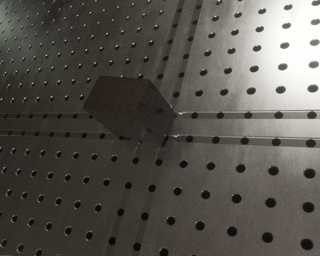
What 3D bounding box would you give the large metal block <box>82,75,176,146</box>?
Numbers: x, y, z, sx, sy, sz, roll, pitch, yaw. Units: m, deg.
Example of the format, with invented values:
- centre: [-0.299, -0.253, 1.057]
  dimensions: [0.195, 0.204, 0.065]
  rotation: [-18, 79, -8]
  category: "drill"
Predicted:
- centre: [-0.038, -0.022, 0.405]
  dimensions: [0.080, 0.080, 0.050]
  rotation: [10, 67, 32]
  category: "large metal block"
